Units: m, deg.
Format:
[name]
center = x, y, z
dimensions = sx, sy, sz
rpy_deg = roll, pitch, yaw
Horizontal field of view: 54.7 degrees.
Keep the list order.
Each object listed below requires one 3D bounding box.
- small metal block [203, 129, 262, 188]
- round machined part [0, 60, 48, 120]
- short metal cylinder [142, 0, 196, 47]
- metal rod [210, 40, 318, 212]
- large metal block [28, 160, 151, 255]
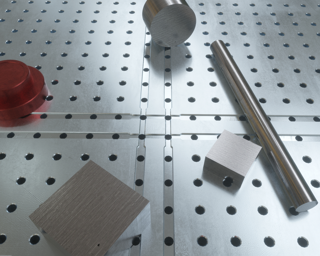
[small metal block]
center = 0.088, 0.036, 0.378
dimensions = 0.050, 0.025, 0.050
rpy_deg = 27, 55, 21
[round machined part]
center = -0.217, -0.061, 0.445
dimensions = 0.099, 0.042, 0.098
rpy_deg = 0, 50, 0
[short metal cylinder]
center = 0.015, -0.187, 0.529
dimensions = 0.081, 0.080, 0.050
rpy_deg = -13, 52, -11
[metal rod]
center = 0.128, -0.027, 0.431
dimensions = 0.025, 0.025, 0.300
rpy_deg = -9, 51, -8
[large metal block]
center = -0.066, 0.093, 0.313
dimensions = 0.080, 0.050, 0.080
rpy_deg = 30, 56, 22
